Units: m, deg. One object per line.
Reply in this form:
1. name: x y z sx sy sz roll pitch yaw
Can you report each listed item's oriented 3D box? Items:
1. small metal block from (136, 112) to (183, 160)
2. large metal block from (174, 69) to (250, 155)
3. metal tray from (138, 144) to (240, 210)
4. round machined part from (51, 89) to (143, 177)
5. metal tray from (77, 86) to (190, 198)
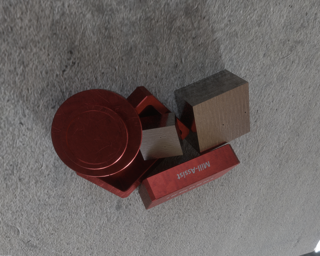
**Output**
1. small metal block: -0.001 0.011 0.385 0.050 0.025 0.050 -9 130 10
2. large metal block: 0.072 -0.022 0.418 0.081 0.050 0.080 -24 127 -14
3. metal tray: 0.038 0.071 0.440 0.131 0.030 0.090 -21 163 -16
4. round machined part: -0.068 0.007 0.337 0.099 0.042 0.097 -1 99 -4
5. metal tray: -0.035 0.022 0.398 0.130 0.030 0.090 -46 129 4
